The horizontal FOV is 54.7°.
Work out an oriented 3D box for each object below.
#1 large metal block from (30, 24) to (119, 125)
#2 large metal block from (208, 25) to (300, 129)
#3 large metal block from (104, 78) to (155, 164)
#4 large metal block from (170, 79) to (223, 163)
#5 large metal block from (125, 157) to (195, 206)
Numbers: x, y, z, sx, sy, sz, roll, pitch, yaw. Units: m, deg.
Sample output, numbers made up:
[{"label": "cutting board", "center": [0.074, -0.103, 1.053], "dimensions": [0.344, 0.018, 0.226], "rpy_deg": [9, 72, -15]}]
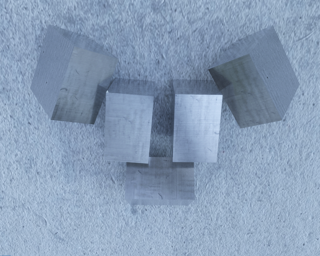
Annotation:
[{"label": "large metal block", "center": [-0.100, -0.060, 0.349], "dimensions": [0.050, 0.080, 0.079], "rpy_deg": [7, 115, -42]}, {"label": "large metal block", "center": [0.111, -0.058, 0.355], "dimensions": [0.050, 0.080, 0.080], "rpy_deg": [-15, 114, 45]}, {"label": "large metal block", "center": [-0.035, -0.012, 0.377], "dimensions": [0.050, 0.080, 0.079], "rpy_deg": [5, 110, -2]}, {"label": "large metal block", "center": [0.040, -0.012, 0.378], "dimensions": [0.050, 0.080, 0.079], "rpy_deg": [1, 110, -1]}, {"label": "large metal block", "center": [0.000, 0.071, 0.401], "dimensions": [0.081, 0.080, 0.050], "rpy_deg": [1, 71, -1]}]
